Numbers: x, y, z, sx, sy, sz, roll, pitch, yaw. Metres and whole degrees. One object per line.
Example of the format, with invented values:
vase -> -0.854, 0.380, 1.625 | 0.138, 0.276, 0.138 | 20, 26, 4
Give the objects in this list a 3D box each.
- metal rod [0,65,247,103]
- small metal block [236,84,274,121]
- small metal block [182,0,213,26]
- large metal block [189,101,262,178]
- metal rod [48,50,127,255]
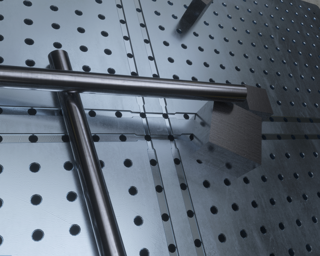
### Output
metal rod -> -0.030, -0.051, 0.377 | 0.302, 0.025, 0.025 | 2, 61, -19
small metal block -> 0.155, -0.042, 0.517 | 0.050, 0.025, 0.050 | 8, 58, -24
small metal block -> 0.072, -0.224, 0.567 | 0.025, 0.050, 0.050 | 39, 51, -2
large metal block -> 0.093, 0.012, 0.435 | 0.080, 0.050, 0.080 | 24, 53, -14
metal rod -> -0.079, 0.039, 0.341 | 0.025, 0.025, 0.299 | -8, 66, -32
